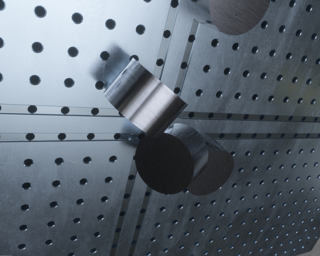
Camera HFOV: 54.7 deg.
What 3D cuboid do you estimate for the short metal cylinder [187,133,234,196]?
[{"bbox_3d":[0.062,0.054,0.462,0.081,0.050,0.079,-14,124,-21],"label":"short metal cylinder"}]

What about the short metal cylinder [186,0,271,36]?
[{"bbox_3d":[0.076,-0.149,0.344,0.081,0.050,0.079,-14,124,-21],"label":"short metal cylinder"}]

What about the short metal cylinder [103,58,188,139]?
[{"bbox_3d":[-0.015,-0.033,0.347,0.050,0.080,0.080,-49,129,6],"label":"short metal cylinder"}]

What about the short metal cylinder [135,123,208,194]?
[{"bbox_3d":[0.015,0.038,0.398,0.050,0.080,0.079,-26,139,-59],"label":"short metal cylinder"}]
